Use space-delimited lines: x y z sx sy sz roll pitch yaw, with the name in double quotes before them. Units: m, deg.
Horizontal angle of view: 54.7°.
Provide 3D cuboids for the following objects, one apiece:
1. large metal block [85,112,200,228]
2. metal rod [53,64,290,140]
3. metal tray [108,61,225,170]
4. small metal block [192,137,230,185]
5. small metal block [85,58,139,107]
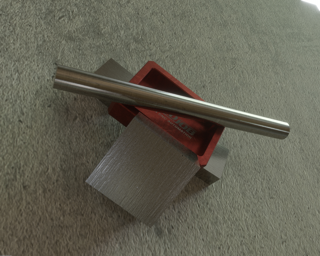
"large metal block" -0.016 0.041 0.326 0.080 0.080 0.050 37 9 -4
"metal rod" 0.032 -0.024 0.368 0.302 0.025 0.025 12 57 -22
"metal tray" 0.013 -0.015 0.387 0.130 0.030 0.090 37 51 -3
"small metal block" 0.060 0.040 0.415 0.050 0.025 0.050 33 51 -7
"small metal block" -0.062 -0.057 0.407 0.050 0.025 0.050 38 51 -3
